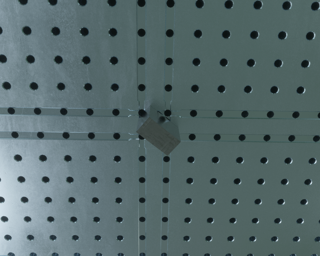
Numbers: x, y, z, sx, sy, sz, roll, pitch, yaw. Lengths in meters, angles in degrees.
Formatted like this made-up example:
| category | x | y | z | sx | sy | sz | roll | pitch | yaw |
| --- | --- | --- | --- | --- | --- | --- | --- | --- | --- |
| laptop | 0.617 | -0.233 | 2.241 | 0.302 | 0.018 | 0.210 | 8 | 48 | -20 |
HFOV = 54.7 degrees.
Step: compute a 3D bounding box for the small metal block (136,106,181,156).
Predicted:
| category | x | y | z | sx | sy | sz | roll | pitch | yaw |
| --- | --- | --- | --- | --- | --- | --- | --- | --- | --- |
| small metal block | -0.002 | 0.002 | 0.401 | 0.050 | 0.050 | 0.025 | 38 | 106 | -13 |
